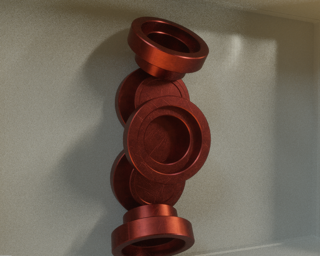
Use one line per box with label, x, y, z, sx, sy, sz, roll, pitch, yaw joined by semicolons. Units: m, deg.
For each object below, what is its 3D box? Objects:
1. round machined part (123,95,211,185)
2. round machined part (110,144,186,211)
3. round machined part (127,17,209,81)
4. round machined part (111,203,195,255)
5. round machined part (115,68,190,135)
round machined part;0.005;0.013;0.357;0.099;0.042;0.097;0;90;-21
round machined part;-0.011;0.065;0.396;0.099;0.042;0.097;0;90;-21
round machined part;0.007;-0.095;0.384;0.099;0.098;0.042;8;130;-20
round machined part;-0.010;0.126;0.378;0.099;0.097;0.042;7;50;-20
round machined part;-0.005;-0.032;0.398;0.099;0.042;0.097;0;90;-21
